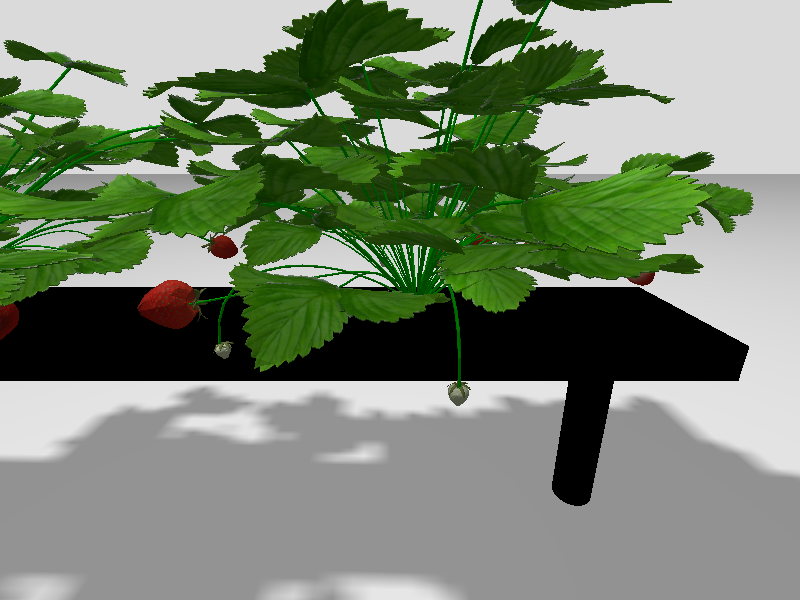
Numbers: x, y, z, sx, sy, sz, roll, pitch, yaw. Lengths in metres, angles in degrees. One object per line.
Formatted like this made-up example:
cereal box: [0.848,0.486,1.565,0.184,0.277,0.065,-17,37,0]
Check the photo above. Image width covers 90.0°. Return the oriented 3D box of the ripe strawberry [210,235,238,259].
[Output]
ripe strawberry: [-0.243,-0.073,0.554,0.037,0.031,0.037,18,-1,41]

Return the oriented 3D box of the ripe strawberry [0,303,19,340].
ripe strawberry: [-0.311,0.014,0.302,0.042,0.041,0.039,11,22,28]

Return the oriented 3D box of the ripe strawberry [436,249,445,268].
ripe strawberry: [0.048,-0.056,0.512,0.025,0.029,0.027,4,19,11]

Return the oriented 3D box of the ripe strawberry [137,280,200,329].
ripe strawberry: [-0.191,0.004,0.329,0.043,0.042,0.040,-4,20,-10]

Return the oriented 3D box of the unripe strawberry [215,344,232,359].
unripe strawberry: [-0.120,0.035,0.273,0.010,0.011,0.012,-14,24,-35]

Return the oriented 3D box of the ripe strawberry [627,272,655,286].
ripe strawberry: [0.265,-0.028,0.438,0.029,0.025,0.029,26,9,-23]

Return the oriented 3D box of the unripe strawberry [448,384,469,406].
unripe strawberry: [0.030,0.049,0.206,0.011,0.011,0.011,-2,19,-5]

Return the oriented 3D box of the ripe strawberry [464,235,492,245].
ripe strawberry: [0.107,-0.073,0.546,0.040,0.043,0.043,9,21,24]

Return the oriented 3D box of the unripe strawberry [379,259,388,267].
unripe strawberry: [-0.020,-0.047,0.498,0.011,0.011,0.010,-5,20,-14]
